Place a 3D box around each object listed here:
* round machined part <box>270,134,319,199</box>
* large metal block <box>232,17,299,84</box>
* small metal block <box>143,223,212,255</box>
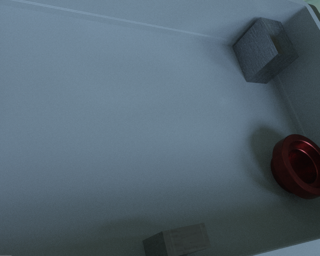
[{"bbox_3d":[0.210,0.062,0.473,0.099,0.042,0.098,14,56,-21],"label":"round machined part"},{"bbox_3d":[0.187,-0.137,0.557,0.050,0.080,0.080,0,62,-29],"label":"large metal block"},{"bbox_3d":[0.017,0.122,0.326,0.050,0.050,0.025,-1,62,-29],"label":"small metal block"}]
